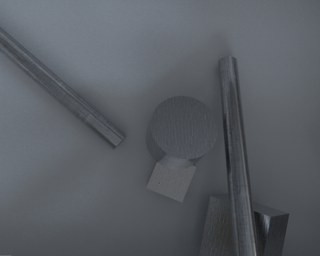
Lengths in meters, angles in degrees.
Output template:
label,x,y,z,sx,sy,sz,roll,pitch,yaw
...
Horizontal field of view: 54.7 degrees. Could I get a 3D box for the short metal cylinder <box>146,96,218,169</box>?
label,x,y,z,sx,sy,sz,roll,pitch,yaw
short metal cylinder,0.025,0.007,0.386,0.081,0.050,0.080,3,68,-8

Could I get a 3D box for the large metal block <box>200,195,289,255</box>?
label,x,y,z,sx,sy,sz,roll,pitch,yaw
large metal block,0.102,0.133,0.379,0.050,0.080,0.080,11,90,-45

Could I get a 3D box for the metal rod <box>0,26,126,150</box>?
label,x,y,z,sx,sy,sz,roll,pitch,yaw
metal rod,-0.166,-0.079,0.409,0.300,0.025,0.025,41,90,-1

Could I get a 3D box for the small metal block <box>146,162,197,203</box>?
label,x,y,z,sx,sy,sz,roll,pitch,yaw
small metal block,0.015,0.064,0.412,0.050,0.025,0.050,22,90,-1

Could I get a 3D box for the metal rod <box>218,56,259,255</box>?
label,x,y,z,sx,sy,sz,roll,pitch,yaw
metal rod,0.089,0.048,0.353,0.025,0.025,0.299,1,66,0
